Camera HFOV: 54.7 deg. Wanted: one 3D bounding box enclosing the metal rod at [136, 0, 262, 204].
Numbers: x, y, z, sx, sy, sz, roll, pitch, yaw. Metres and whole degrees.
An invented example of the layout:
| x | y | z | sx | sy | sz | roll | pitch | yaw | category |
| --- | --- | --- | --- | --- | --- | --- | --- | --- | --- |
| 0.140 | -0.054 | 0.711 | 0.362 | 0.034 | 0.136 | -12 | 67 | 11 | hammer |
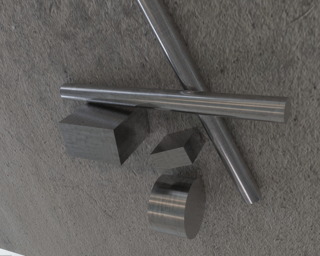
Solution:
| x | y | z | sx | sy | sz | roll | pitch | yaw | category |
| --- | --- | --- | --- | --- | --- | --- | --- | --- | --- |
| 0.047 | -0.035 | 0.360 | 0.025 | 0.025 | 0.299 | -19 | 109 | 35 | metal rod |

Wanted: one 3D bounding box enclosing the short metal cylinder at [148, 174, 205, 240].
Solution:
| x | y | z | sx | sy | sz | roll | pitch | yaw | category |
| --- | --- | --- | --- | --- | --- | --- | --- | --- | --- |
| 0.025 | 0.106 | 0.424 | 0.050 | 0.080 | 0.079 | 3 | 120 | 27 | short metal cylinder |

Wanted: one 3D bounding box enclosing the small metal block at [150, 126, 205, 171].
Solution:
| x | y | z | sx | sy | sz | roll | pitch | yaw | category |
| --- | --- | --- | --- | --- | --- | --- | --- | --- | --- |
| 0.023 | 0.026 | 0.395 | 0.050 | 0.050 | 0.025 | -16 | 110 | 34 | small metal block |

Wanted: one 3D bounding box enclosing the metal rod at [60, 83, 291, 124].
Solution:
| x | y | z | sx | sy | sz | roll | pitch | yaw | category |
| --- | --- | --- | --- | --- | --- | --- | --- | --- | --- |
| -0.009 | -0.034 | 0.364 | 0.300 | 0.025 | 0.025 | 8 | 122 | 33 | metal rod |

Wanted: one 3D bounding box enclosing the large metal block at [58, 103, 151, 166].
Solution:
| x | y | z | sx | sy | sz | roll | pitch | yaw | category |
| --- | --- | --- | --- | --- | --- | --- | --- | --- | --- |
| -0.069 | 0.000 | 0.408 | 0.080 | 0.080 | 0.050 | 7 | 122 | 24 | large metal block |
